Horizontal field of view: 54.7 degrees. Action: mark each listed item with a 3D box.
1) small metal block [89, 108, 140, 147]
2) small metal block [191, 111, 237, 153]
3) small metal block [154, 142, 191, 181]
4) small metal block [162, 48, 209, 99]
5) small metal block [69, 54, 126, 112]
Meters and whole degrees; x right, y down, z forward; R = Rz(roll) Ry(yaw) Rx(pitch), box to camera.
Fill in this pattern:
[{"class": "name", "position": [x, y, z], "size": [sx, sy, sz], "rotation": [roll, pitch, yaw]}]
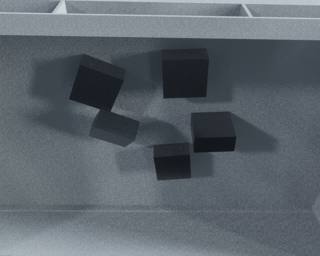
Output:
[{"class": "small metal block", "position": [-0.059, 0.001, 0.394], "size": [0.050, 0.025, 0.050], "rotation": [19, 161, -16]}, {"class": "small metal block", "position": [0.067, 0.004, 0.398], "size": [0.050, 0.050, 0.025], "rotation": [-2, 130, 1]}, {"class": "small metal block", "position": [0.019, 0.049, 0.452], "size": [0.050, 0.025, 0.050], "rotation": [-5, 130, 3]}, {"class": "small metal block", "position": [0.028, -0.062, 0.357], "size": [0.050, 0.025, 0.050], "rotation": [-2, 130, 1]}, {"class": "small metal block", "position": [-0.074, -0.052, 0.364], "size": [0.050, 0.025, 0.050], "rotation": [18, 128, -16]}]
